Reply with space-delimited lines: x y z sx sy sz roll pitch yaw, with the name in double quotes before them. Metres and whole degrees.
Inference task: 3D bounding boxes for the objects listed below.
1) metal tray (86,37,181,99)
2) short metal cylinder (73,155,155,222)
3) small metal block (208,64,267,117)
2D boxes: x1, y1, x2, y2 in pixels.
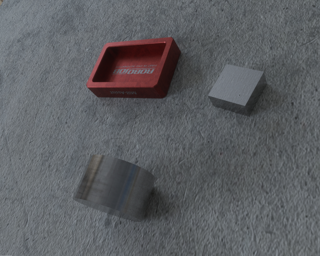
"metal tray" -0.042 -0.092 0.478 0.130 0.030 0.090 4 64 30
"short metal cylinder" -0.051 0.070 0.353 0.080 0.080 0.050 5 64 30
"small metal block" 0.096 -0.047 0.383 0.050 0.025 0.050 22 73 36
